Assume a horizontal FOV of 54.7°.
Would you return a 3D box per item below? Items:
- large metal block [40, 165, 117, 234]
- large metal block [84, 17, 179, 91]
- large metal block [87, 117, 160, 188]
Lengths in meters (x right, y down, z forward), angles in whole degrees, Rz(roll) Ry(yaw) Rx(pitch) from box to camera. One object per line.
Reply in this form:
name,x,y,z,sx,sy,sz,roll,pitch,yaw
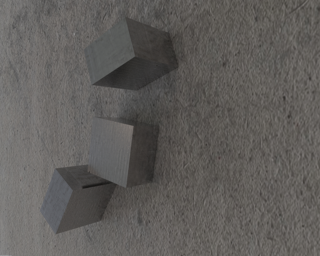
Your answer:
large metal block,-0.123,0.104,0.471,0.050,0.081,0.079,39,114,33
large metal block,-0.037,-0.090,0.400,0.080,0.081,0.050,-23,76,38
large metal block,-0.052,0.030,0.432,0.080,0.050,0.079,12,98,39
